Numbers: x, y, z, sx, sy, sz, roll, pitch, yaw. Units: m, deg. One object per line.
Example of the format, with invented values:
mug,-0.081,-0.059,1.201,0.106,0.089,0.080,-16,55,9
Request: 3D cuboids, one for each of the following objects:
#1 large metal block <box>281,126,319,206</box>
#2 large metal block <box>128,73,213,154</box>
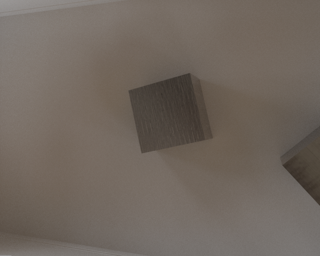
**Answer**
large metal block,0.175,0.028,0.320,0.080,0.080,0.050,-43,77,15
large metal block,0.015,-0.016,0.391,0.080,0.050,0.080,-13,86,19
